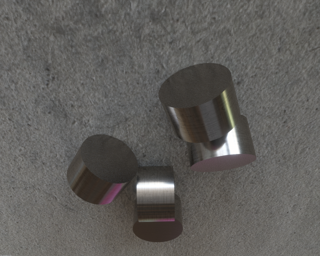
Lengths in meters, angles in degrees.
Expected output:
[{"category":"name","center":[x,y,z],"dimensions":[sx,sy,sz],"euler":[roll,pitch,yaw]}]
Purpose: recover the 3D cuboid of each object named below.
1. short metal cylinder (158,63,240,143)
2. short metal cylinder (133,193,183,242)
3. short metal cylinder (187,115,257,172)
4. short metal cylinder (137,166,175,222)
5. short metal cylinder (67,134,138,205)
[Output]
[{"category":"short metal cylinder","center":[0.045,-0.029,0.347],"dimensions":[0.080,0.080,0.050],"euler":[-15,128,12]},{"category":"short metal cylinder","center":[-0.004,0.147,0.516],"dimensions":[0.081,0.050,0.079],"euler":[0,130,0]},{"category":"short metal cylinder","center":[0.075,0.021,0.389],"dimensions":[0.081,0.050,0.080],"euler":[-6,159,-2]},{"category":"short metal cylinder","center":[-0.005,0.096,0.453],"dimensions":[0.050,0.080,0.079],"euler":[-1,130,1]},{"category":"short metal cylinder","center":[-0.077,0.055,0.417],"dimensions":[0.080,0.080,0.050],"euler":[24,126,-20]}]
